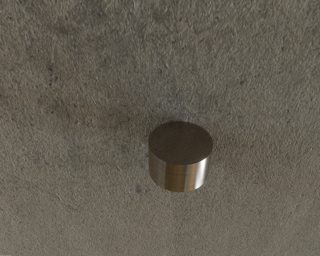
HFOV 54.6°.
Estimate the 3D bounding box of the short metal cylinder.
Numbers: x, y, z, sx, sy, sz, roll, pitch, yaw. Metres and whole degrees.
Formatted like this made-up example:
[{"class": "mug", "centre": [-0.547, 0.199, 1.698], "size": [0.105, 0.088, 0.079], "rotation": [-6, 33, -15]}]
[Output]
[{"class": "short metal cylinder", "centre": [0.025, 0.036, 0.401], "size": [0.080, 0.080, 0.050], "rotation": [1, 130, -1]}]
